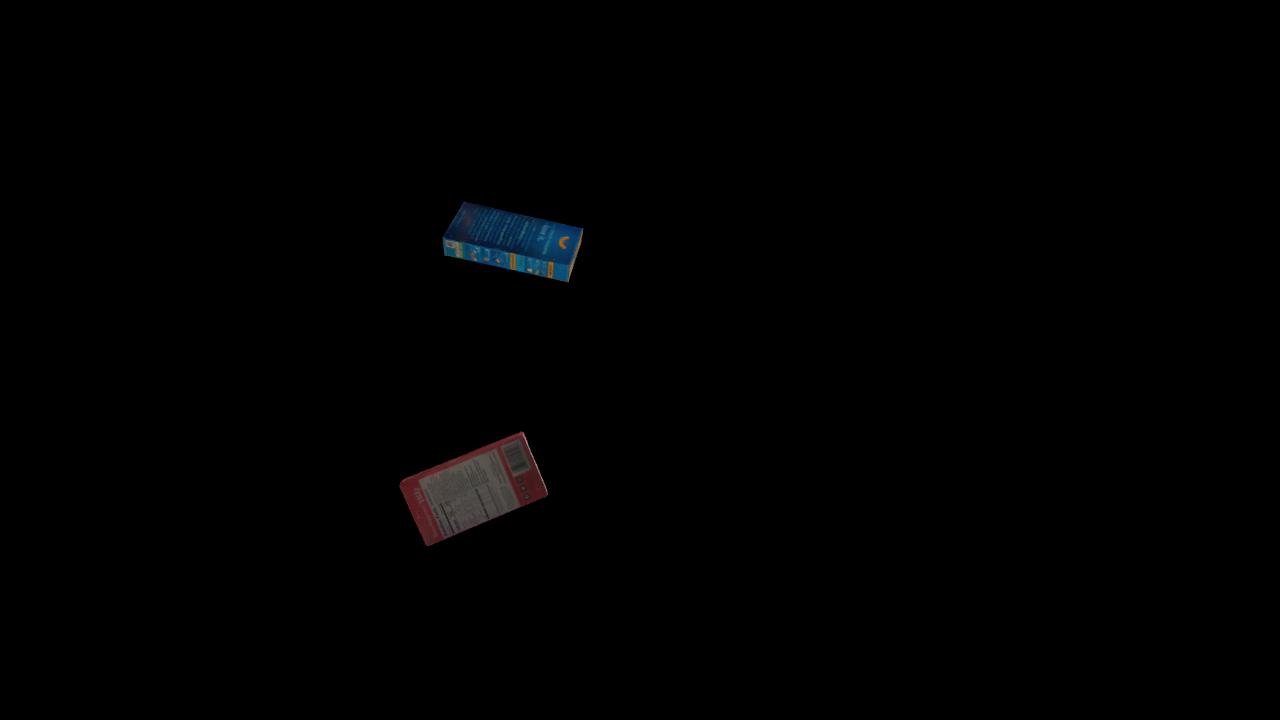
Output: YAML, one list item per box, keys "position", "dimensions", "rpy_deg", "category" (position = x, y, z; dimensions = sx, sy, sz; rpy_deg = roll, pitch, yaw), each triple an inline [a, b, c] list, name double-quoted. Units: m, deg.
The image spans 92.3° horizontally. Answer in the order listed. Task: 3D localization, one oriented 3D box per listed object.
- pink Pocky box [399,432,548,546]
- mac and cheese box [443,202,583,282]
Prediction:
- position: [-0.198, 0.154, 0.741]
  dimensions: [0.155, 0.084, 0.029]
  rpy_deg: [-22, 8, -8]
  category: "pink Pocky box"
- position: [-0.184, -0.175, 0.908]
  dimensions: [0.184, 0.093, 0.041]
  rpy_deg: [13, -42, -2]
  category: "mac and cheese box"
